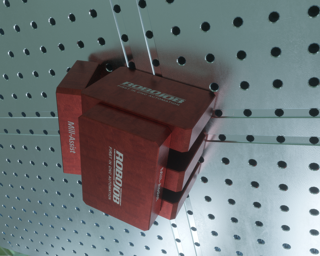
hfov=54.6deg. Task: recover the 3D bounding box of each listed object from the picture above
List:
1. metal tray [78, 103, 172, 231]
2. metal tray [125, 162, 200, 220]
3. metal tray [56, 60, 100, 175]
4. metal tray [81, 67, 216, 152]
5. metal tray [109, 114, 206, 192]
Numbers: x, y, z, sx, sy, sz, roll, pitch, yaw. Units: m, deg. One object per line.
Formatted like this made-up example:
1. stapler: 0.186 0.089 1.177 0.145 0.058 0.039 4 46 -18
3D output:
1. metal tray: -0.041 0.046 0.341 0.090 0.030 0.129 19 126 17
2. metal tray: -0.022 0.059 0.418 0.130 0.090 0.030 19 126 16
3. metal tray: -0.104 -0.013 0.413 0.030 0.090 0.129 7 124 -1
4. metal tray: -0.012 -0.027 0.358 0.130 0.090 0.030 19 126 17
5. metal tray: -0.018 0.022 0.391 0.130 0.090 0.030 18 124 16
